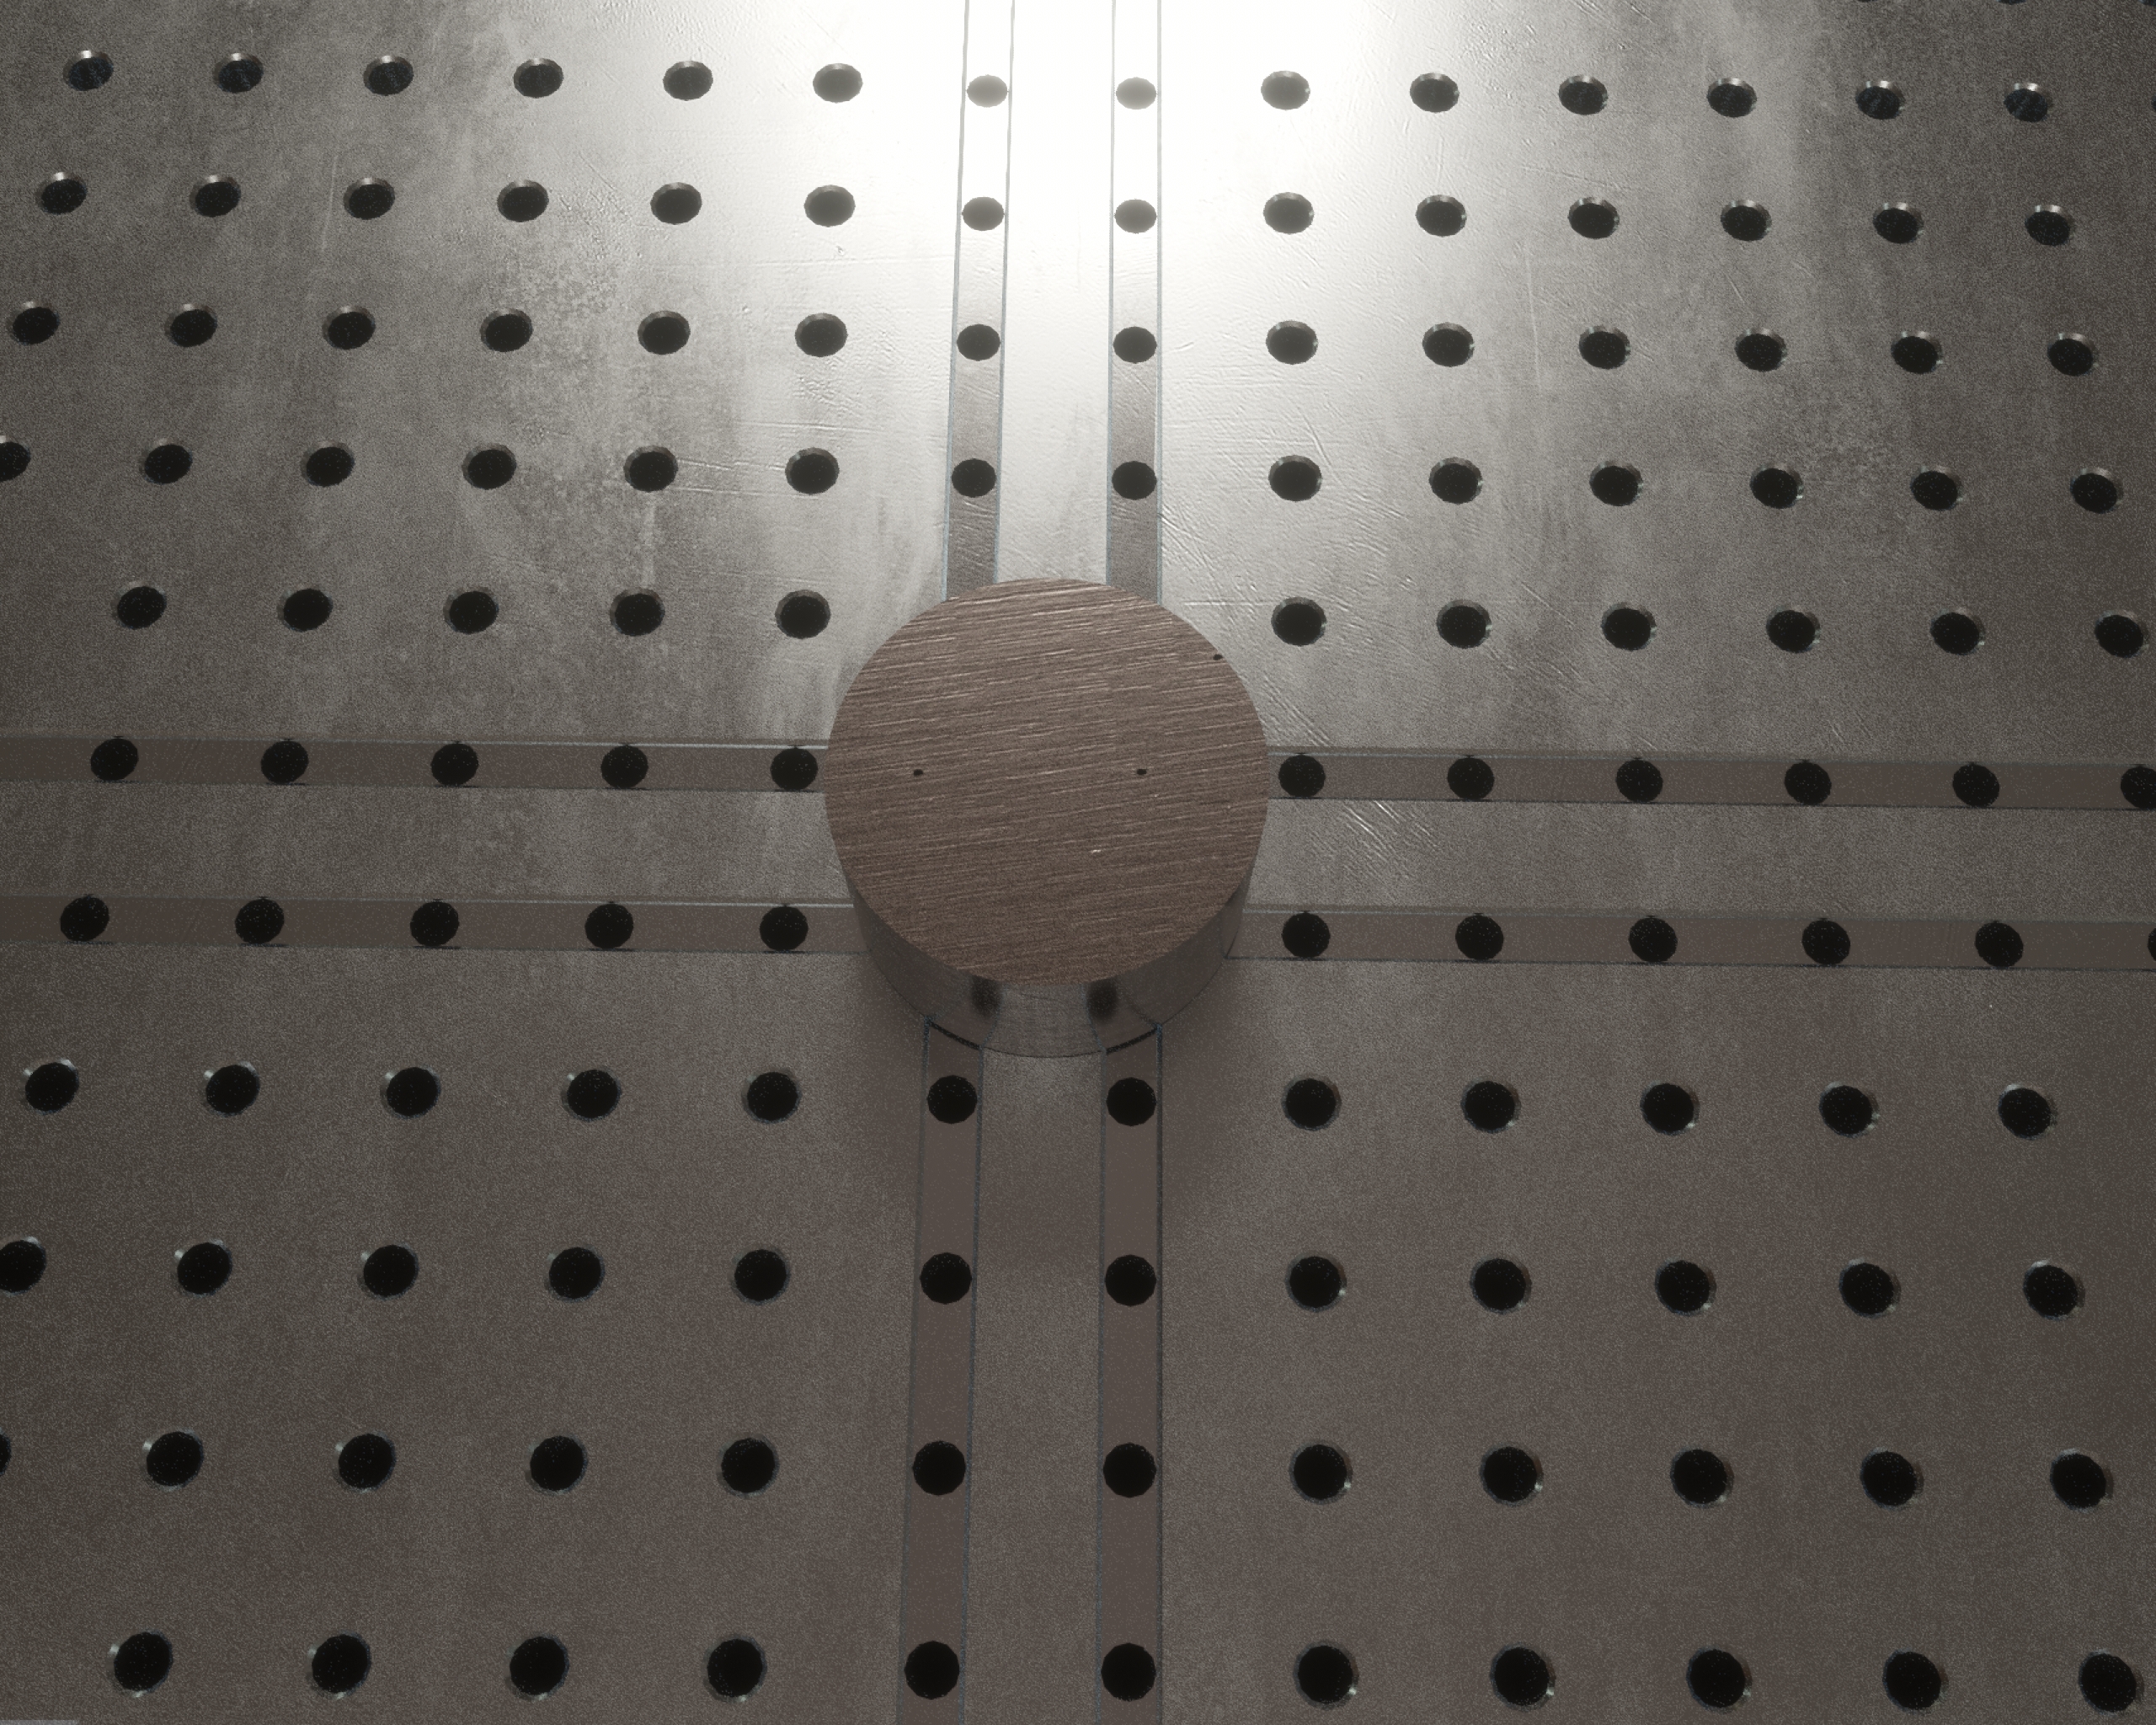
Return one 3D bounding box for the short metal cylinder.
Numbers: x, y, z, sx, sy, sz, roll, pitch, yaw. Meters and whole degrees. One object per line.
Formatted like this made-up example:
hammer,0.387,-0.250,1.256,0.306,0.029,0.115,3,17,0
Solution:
short metal cylinder,-0.006,-0.008,0.401,0.081,0.050,0.080,0,70,0
